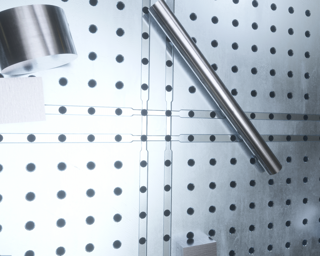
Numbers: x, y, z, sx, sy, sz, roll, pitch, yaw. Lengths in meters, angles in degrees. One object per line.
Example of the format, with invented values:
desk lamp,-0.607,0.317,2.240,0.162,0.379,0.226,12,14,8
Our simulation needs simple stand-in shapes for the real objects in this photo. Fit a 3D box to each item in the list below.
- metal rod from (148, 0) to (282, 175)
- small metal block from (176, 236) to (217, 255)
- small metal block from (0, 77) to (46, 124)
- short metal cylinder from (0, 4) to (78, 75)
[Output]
metal rod,0.085,-0.050,0.443,0.025,0.025,0.300,-42,104,-15
small metal block,0.051,0.183,0.432,0.050,0.025,0.050,-2,91,-20
small metal block,-0.159,-0.031,0.354,0.050,0.025,0.050,-5,92,-20
short metal cylinder,-0.136,-0.092,0.333,0.081,0.080,0.050,-18,96,-19
